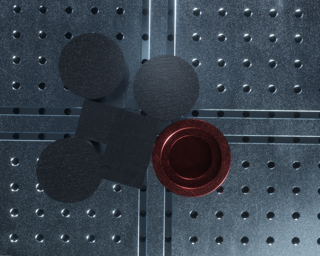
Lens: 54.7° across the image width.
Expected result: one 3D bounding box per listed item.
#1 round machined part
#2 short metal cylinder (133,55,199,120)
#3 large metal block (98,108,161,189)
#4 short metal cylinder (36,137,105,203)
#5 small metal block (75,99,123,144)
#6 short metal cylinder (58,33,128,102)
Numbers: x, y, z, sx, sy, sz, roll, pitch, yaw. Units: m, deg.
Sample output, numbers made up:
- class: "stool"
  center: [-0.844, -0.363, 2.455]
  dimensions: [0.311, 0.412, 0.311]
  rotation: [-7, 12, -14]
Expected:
- class: "round machined part"
  center: [0.039, 0.037, 0.405]
  dimensions: [0.099, 0.042, 0.097]
  rotation: [0, 90, 0]
- class: "short metal cylinder"
  center: [0.008, -0.049, 0.400]
  dimensions: [0.081, 0.050, 0.080]
  rotation: [0, 90, 0]
- class: "large metal block"
  center: [-0.034, 0.023, 0.382]
  dimensions: [0.050, 0.080, 0.080]
  rotation: [16, 90, 0]
- class: "short metal cylinder"
  center: [-0.109, 0.051, 0.400]
  dimensions: [0.081, 0.050, 0.080]
  rotation: [0, 90, 0]
- class: "small metal block"
  center: [-0.079, -0.008, 0.412]
  dimensions: [0.050, 0.025, 0.050]
  rotation: [15, 90, 0]
- class: "short metal cylinder"
  center: [-0.083, -0.075, 0.400]
  dimensions: [0.081, 0.050, 0.080]
  rotation: [0, 90, 0]
